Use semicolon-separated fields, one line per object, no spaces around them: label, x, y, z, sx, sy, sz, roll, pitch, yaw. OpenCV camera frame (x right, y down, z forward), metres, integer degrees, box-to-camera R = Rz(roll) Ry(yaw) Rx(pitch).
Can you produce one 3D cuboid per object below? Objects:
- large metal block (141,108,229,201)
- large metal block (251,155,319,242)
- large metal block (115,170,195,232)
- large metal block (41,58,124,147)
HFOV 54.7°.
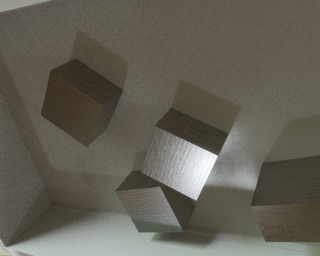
large metal block;0.030;0.033;0.396;0.080;0.050;0.079;26;127;12
large metal block;0.154;0.076;0.339;0.080;0.080;0.050;-14;112;33
large metal block;-0.006;0.107;0.460;0.080;0.050;0.080;-13;112;33
large metal block;-0.108;-0.034;0.426;0.080;0.050;0.079;34;129;5
